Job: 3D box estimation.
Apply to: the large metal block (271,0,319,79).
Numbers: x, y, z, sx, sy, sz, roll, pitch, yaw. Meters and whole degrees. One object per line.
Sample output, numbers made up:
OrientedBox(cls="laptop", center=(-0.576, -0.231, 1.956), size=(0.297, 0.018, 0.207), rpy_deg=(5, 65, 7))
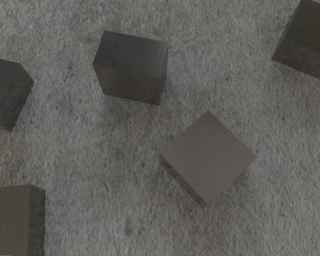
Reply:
OrientedBox(cls="large metal block", center=(0.220, -0.127, 0.444), size=(0.080, 0.050, 0.080), rpy_deg=(25, 72, 8))

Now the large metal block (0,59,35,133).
OrientedBox(cls="large metal block", center=(-0.229, -0.048, 0.410), size=(0.080, 0.050, 0.080), rpy_deg=(14, 71, 5))

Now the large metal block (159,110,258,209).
OrientedBox(cls="large metal block", center=(0.056, 0.040, 0.381), size=(0.080, 0.050, 0.080), rpy_deg=(-40, 75, -14))

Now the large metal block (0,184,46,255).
OrientedBox(cls="large metal block", center=(-0.180, 0.111, 0.352), size=(0.081, 0.050, 0.080), rpy_deg=(-5, 70, -2))

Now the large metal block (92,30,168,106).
OrientedBox(cls="large metal block", center=(-0.035, -0.076, 0.406), size=(0.080, 0.080, 0.050), rpy_deg=(12, 71, 4))
